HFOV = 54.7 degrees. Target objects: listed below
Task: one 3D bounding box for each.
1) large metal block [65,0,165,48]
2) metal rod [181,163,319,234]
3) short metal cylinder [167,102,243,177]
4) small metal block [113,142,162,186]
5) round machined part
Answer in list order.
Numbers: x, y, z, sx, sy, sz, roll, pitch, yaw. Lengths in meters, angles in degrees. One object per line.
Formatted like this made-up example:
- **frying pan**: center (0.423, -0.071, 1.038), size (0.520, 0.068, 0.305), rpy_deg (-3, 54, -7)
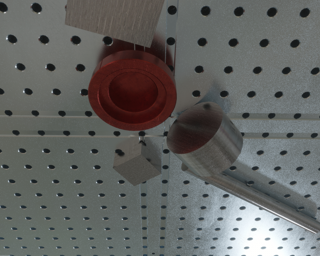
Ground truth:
- **large metal block**: center (-0.037, -0.131, 0.284), size (0.081, 0.050, 0.079), rpy_deg (13, 129, -11)
- **metal rod**: center (0.162, 0.117, 0.513), size (0.301, 0.025, 0.025), rpy_deg (28, 125, -22)
- **short metal cylinder**: center (0.056, 0.013, 0.388), size (0.080, 0.080, 0.050), rpy_deg (-30, 124, 22)
- **small metal block**: center (-0.033, 0.054, 0.458), size (0.050, 0.025, 0.050), rpy_deg (-28, 125, 21)
- **round machined part**: center (-0.031, -0.047, 0.361), size (0.099, 0.042, 0.097), rpy_deg (-1, 130, 0)
